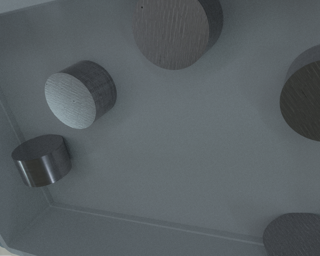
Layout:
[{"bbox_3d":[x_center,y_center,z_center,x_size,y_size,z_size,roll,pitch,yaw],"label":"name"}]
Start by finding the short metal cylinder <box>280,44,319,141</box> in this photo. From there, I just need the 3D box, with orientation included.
[{"bbox_3d":[0.157,-0.034,0.289,0.080,0.050,0.079,13,124,21],"label":"short metal cylinder"}]

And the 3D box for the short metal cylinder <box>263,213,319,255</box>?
[{"bbox_3d":[0.172,0.149,0.375,0.080,0.080,0.050,-10,113,32],"label":"short metal cylinder"}]

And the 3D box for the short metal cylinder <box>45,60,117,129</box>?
[{"bbox_3d":[-0.107,-0.046,0.421,0.080,0.050,0.079,13,124,21],"label":"short metal cylinder"}]

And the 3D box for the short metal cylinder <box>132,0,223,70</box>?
[{"bbox_3d":[0.019,-0.106,0.317,0.080,0.050,0.079,13,124,21],"label":"short metal cylinder"}]

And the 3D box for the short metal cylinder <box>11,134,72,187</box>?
[{"bbox_3d":[-0.191,0.052,0.506,0.080,0.080,0.050,4,120,26],"label":"short metal cylinder"}]
